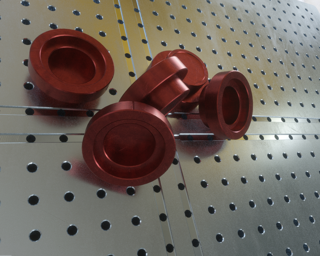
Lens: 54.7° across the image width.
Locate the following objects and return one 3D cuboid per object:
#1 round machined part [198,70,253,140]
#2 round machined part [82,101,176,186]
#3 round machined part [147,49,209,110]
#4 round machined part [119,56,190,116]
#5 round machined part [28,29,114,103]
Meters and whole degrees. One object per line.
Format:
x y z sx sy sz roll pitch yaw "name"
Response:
0.093 -0.033 0.450 0.099 0.042 0.097 -2 93 -46 "round machined part"
-0.034 0.014 0.344 0.099 0.097 0.042 21 25 -16 "round machined part"
0.033 -0.079 0.465 0.099 0.042 0.098 14 56 -21 "round machined part"
-0.002 -0.040 0.386 0.042 0.097 0.099 49 51 6 "round machined part"
-0.110 -0.071 0.382 0.099 0.042 0.098 14 56 -21 "round machined part"
